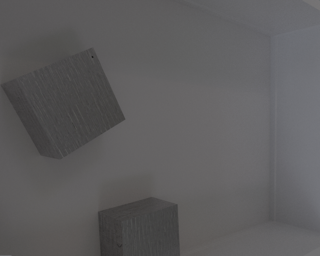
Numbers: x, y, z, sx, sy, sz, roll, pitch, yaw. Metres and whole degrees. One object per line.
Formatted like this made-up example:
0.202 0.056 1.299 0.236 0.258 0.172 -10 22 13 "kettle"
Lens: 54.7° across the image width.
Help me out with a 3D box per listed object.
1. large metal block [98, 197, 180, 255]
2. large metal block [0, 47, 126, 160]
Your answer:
-0.024 0.135 0.371 0.081 0.050 0.079 -5 94 -40 "large metal block"
-0.094 -0.025 0.311 0.081 0.050 0.080 -35 112 -34 "large metal block"
